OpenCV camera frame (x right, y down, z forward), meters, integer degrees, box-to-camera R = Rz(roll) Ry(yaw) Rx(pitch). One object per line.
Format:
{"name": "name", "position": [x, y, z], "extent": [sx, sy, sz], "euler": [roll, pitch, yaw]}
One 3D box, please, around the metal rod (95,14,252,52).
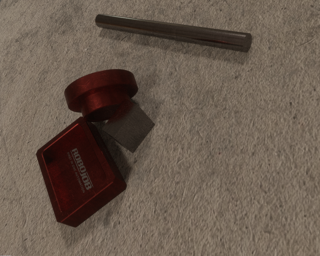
{"name": "metal rod", "position": [0.002, -0.158, 0.498], "extent": [0.300, 0.025, 0.025], "euler": [21, 73, 35]}

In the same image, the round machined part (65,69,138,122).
{"name": "round machined part", "position": [-0.077, -0.039, 0.426], "extent": [0.098, 0.098, 0.042], "euler": [-21, 79, 15]}

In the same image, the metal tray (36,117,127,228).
{"name": "metal tray", "position": [-0.112, 0.055, 0.423], "extent": [0.090, 0.030, 0.130], "euler": [-38, 51, 2]}

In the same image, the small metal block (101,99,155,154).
{"name": "small metal block", "position": [-0.040, -0.002, 0.409], "extent": [0.025, 0.050, 0.050], "euler": [29, 78, 37]}
